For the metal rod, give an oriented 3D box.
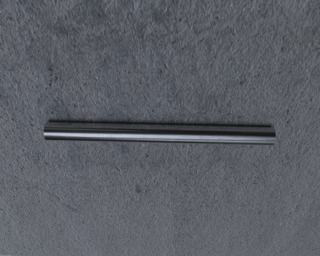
[{"bbox_3d":[0.001,0.008,0.415,0.302,0.025,0.025,1,130,-2],"label":"metal rod"}]
